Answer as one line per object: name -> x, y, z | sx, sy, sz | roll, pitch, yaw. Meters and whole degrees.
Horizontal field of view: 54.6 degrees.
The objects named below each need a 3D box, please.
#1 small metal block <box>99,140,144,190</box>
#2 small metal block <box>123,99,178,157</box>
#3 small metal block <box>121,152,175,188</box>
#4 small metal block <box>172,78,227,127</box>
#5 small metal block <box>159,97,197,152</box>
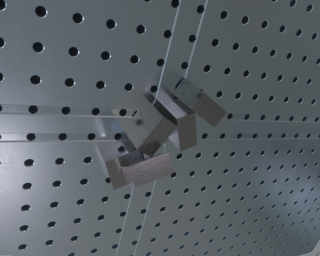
small metal block -> -0.047, 0.048, 0.414 | 0.050, 0.025, 0.050 | -21, 127, -16
small metal block -> -0.013, 0.000, 0.387 | 0.025, 0.050, 0.050 | 33, 100, -38
small metal block -> -0.016, 0.051, 0.382 | 0.050, 0.050, 0.025 | -18, 89, -18
small metal block -> 0.051, -0.033, 0.402 | 0.050, 0.050, 0.025 | 33, 100, -38
small metal block -> 0.024, -0.006, 0.403 | 0.025, 0.050, 0.050 | -20, 126, -17
